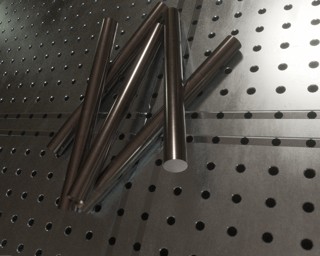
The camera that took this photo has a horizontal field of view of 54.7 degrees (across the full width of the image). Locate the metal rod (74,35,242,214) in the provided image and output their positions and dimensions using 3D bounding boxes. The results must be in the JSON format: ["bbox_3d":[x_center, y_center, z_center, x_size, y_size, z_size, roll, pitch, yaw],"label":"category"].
[{"bbox_3d":[0.001,-0.009,0.411,0.300,0.025,0.025,-47,52,-6],"label":"metal rod"}]

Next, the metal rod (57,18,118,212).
[{"bbox_3d":[-0.101,-0.032,0.454,0.025,0.025,0.299,-2,68,27],"label":"metal rod"}]

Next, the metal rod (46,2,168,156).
[{"bbox_3d":[-0.078,-0.085,0.499,0.025,0.025,0.300,26,75,36],"label":"metal rod"}]

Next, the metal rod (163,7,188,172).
[{"bbox_3d":[0.018,-0.075,0.415,0.025,0.025,0.300,-16,47,19],"label":"metal rod"}]

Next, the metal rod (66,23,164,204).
[{"bbox_3d":[-0.051,-0.038,0.438,0.025,0.025,0.300,5,58,30],"label":"metal rod"}]
